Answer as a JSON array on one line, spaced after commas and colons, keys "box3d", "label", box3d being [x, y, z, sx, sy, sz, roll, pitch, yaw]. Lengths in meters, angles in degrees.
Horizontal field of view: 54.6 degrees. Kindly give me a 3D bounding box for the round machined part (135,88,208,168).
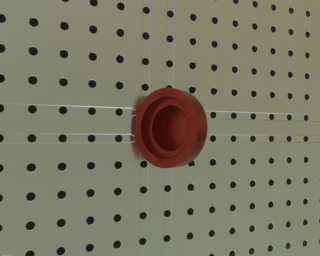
[{"box3d": [0.018, 0.001, 0.390, 0.042, 0.098, 0.097, 4, 88, -51], "label": "round machined part"}]
